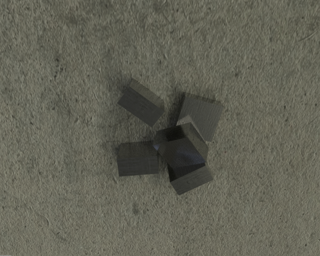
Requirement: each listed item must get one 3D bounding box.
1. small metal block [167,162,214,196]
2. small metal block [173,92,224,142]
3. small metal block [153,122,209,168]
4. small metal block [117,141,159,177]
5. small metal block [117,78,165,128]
[{"bbox_3d":[0.039,0.056,0.416,0.050,0.050,0.025,-27,115,9],"label":"small metal block"},{"bbox_3d":[0.049,-0.015,0.405,0.050,0.025,0.050,15,109,-6],"label":"small metal block"},{"bbox_3d":[0.027,0.023,0.396,0.050,0.025,0.050,-15,130,31],"label":"small metal block"},{"bbox_3d":[-0.028,0.039,0.411,0.050,0.050,0.025,-5,110,1],"label":"small metal block"},{"bbox_3d":[-0.022,-0.033,0.384,0.050,0.050,0.025,35,106,-12],"label":"small metal block"}]
